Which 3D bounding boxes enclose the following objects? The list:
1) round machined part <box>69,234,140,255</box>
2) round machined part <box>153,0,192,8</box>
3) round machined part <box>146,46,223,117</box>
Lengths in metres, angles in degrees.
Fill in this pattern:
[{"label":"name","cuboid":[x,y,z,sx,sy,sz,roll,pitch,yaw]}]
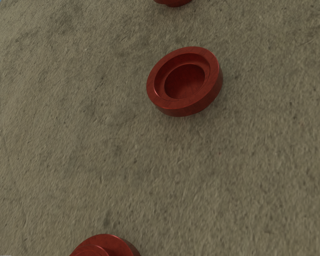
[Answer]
[{"label":"round machined part","cuboid":[-0.068,0.162,0.328,0.098,0.042,0.098,-13,56,20]},{"label":"round machined part","cuboid":[0.030,-0.246,0.527,0.098,0.042,0.098,-13,56,20]},{"label":"round machined part","cuboid":[0.035,-0.056,0.408,0.098,0.042,0.098,-13,56,20]}]
